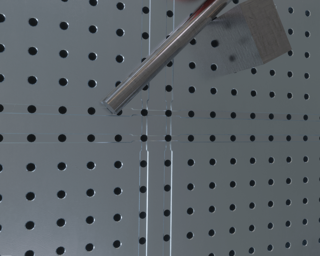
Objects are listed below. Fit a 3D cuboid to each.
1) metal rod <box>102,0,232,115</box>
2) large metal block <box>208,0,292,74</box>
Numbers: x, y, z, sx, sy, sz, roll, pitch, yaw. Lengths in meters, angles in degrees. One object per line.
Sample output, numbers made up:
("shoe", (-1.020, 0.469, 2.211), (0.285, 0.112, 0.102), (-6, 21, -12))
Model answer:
("metal rod", (0.037, -0.131, 0.425), (0.301, 0.025, 0.025), (-47, 105, -14))
("large metal block", (0.120, -0.127, 0.427), (0.050, 0.080, 0.080), (-29, 100, -18))
